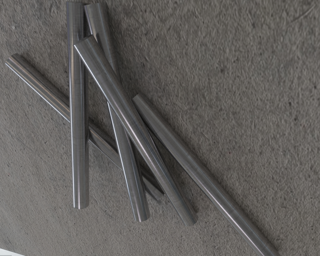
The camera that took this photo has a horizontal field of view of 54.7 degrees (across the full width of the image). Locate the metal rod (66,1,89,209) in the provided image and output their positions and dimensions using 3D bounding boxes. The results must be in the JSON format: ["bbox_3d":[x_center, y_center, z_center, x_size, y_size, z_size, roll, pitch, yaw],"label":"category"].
[{"bbox_3d":[-0.112,-0.014,0.429,0.025,0.025,0.298,15,116,20],"label":"metal rod"}]

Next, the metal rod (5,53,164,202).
[{"bbox_3d":[-0.108,0.000,0.464,0.300,0.025,0.025,43,129,-2],"label":"metal rod"}]

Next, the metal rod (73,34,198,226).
[{"bbox_3d":[-0.019,0.021,0.404,0.025,0.025,0.299,-11,121,33],"label":"metal rod"}]

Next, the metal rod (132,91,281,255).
[{"bbox_3d":[0.063,0.074,0.418,0.300,0.025,0.025,49,129,-7],"label":"metal rod"}]

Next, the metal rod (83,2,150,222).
[{"bbox_3d":[-0.051,-0.006,0.410,0.025,0.025,0.298,1,113,28],"label":"metal rod"}]
